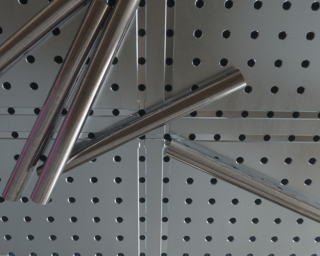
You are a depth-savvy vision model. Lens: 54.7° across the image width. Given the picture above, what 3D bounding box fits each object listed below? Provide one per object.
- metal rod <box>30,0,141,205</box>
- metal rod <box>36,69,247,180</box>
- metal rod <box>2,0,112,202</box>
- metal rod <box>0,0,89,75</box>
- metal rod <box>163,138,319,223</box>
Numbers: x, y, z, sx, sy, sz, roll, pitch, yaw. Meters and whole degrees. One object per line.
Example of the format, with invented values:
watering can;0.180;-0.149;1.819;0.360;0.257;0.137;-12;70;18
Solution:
metal rod;-0.094;-0.035;0.383;0.025;0.025;0.298;25;102;-9
metal rod;-0.031;0.000;0.413;0.301;0.025;0.025;-26;108;8
metal rod;-0.140;-0.024;0.402;0.025;0.025;0.298;28;107;-10
metal rod;-0.125;-0.132;0.362;0.300;0.025;0.025;-35;107;11
metal rod;0.145;0.087;0.447;0.301;0.025;0.025;25;108;-9
